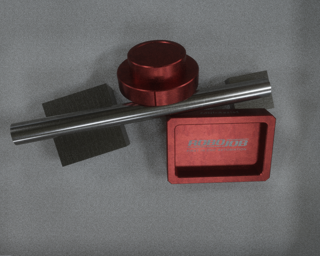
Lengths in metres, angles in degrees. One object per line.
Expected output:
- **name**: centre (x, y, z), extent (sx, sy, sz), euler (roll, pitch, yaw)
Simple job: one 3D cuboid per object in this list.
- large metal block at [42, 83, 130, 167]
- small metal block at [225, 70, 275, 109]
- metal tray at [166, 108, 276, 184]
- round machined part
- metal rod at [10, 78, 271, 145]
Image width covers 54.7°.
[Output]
- **large metal block**: centre (-0.091, -0.004, 0.395), extent (0.080, 0.050, 0.080), euler (-18, 90, -1)
- **small metal block**: centre (0.118, -0.045, 0.411), extent (0.050, 0.025, 0.050), euler (-11, 90, -1)
- **metal tray**: centre (0.074, 0.023, 0.394), extent (0.131, 0.030, 0.089), euler (-2, 110, -1)
- **round machined part**: centre (-0.003, -0.072, 0.371), extent (0.099, 0.098, 0.042), euler (-4, 131, -1)
- **metal rod**: centre (-0.015, -0.022, 0.365), extent (0.302, 0.025, 0.025), euler (-11, 90, -8)
